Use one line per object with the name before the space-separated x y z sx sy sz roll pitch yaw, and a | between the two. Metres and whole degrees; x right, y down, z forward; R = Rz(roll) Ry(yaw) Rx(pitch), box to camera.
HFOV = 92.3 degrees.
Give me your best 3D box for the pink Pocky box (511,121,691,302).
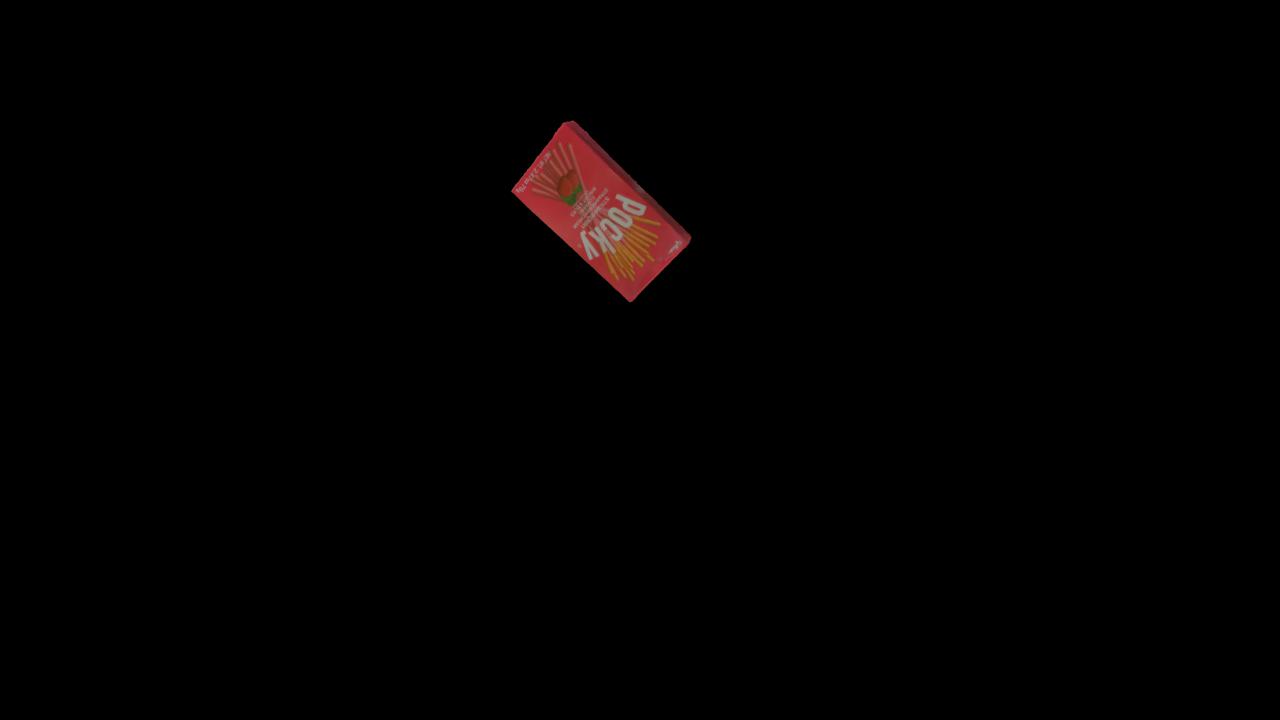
pink Pocky box | -0.035 -0.136 0.573 0.084 0.155 0.029 -43 10 24
